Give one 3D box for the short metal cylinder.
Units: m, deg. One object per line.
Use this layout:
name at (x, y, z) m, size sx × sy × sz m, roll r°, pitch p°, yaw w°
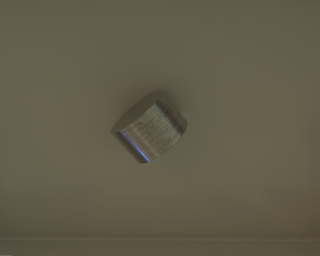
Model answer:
short metal cylinder at (-0.013, -0.002, 0.381) m, size 0.080 × 0.080 × 0.050 m, roll -36°, pitch 106°, yaw 12°
